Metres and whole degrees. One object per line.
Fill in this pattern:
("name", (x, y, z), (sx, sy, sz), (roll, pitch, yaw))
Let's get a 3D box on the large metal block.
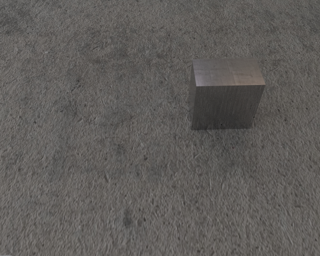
("large metal block", (0.081, -0.043, 0.404), (0.080, 0.080, 0.050), (-2, 50, -1))
